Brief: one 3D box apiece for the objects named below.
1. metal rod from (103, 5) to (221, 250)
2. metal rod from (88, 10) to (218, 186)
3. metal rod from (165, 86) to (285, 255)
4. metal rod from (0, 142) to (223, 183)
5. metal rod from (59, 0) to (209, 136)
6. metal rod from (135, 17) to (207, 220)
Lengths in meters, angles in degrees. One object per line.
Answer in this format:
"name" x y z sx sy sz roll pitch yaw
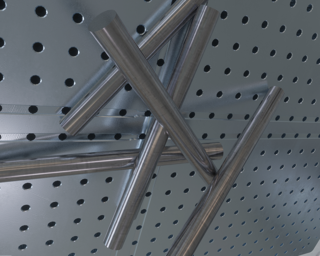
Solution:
"metal rod" -0.003 0.009 0.360 0.025 0.025 0.298 15 103 -34
"metal rod" 0.021 0.003 0.340 0.025 0.025 0.300 -39 134 -2
"metal rod" 0.096 0.046 0.403 0.301 0.025 0.025 -50 135 -30
"metal rod" -0.062 0.040 0.379 0.302 0.025 0.025 -4 120 -19
"metal rod" 0.001 -0.105 0.345 0.300 0.025 0.025 -45 129 3
"metal rod" 0.002 0.000 0.411 0.025 0.025 0.298 7 115 -31
